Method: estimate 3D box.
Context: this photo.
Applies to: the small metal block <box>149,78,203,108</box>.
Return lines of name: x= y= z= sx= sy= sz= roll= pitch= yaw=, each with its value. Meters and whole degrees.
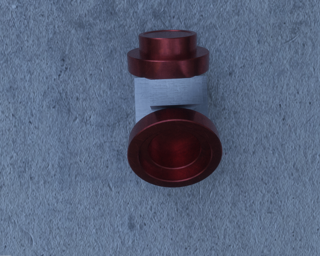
small metal block: x=0.015 y=-0.034 z=0.318 sx=0.050 sy=0.050 sz=0.025 roll=-3 pitch=90 yaw=0

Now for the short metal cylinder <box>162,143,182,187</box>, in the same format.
short metal cylinder: x=0.013 y=0.033 z=0.400 sx=0.081 sy=0.050 sz=0.079 roll=0 pitch=90 yaw=-1

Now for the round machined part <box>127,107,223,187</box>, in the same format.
round machined part: x=0.015 y=0.017 z=0.337 sx=0.099 sy=0.042 sz=0.097 roll=-1 pitch=129 yaw=-1

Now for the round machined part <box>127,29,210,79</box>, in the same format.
round machined part: x=0.010 y=-0.092 z=0.371 sx=0.099 sy=0.098 sz=0.042 roll=-2 pitch=115 yaw=-1

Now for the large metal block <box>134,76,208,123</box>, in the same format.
large metal block: x=0.012 y=-0.032 z=0.383 sx=0.081 sy=0.080 sz=0.050 roll=-2 pitch=90 yaw=-1
